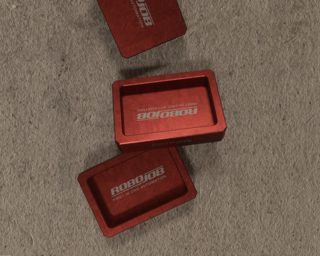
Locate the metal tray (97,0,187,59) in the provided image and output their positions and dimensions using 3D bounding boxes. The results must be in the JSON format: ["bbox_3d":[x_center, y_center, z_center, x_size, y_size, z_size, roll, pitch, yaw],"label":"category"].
[{"bbox_3d":[-0.031,-0.164,0.390,0.090,0.030,0.129,-24,106,-1],"label":"metal tray"}]

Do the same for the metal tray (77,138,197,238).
[{"bbox_3d":[-0.029,0.073,0.407,0.131,0.030,0.090,-25,90,-1],"label":"metal tray"}]

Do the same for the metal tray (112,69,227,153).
[{"bbox_3d":[0.009,-0.022,0.388,0.131,0.030,0.090,-7,63,-1],"label":"metal tray"}]
